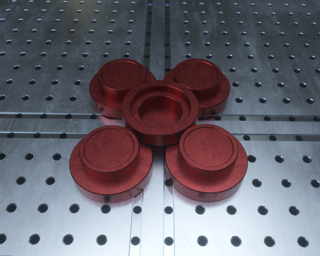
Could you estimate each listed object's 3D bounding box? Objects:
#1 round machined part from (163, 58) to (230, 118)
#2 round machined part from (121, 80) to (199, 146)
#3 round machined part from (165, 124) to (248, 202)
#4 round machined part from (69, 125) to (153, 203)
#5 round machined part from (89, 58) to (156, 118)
[{"bbox_3d":[0.053,-0.064,0.450,0.099,0.042,0.098,0,50,0],"label":"round machined part"},{"bbox_3d":[0.001,-0.015,0.407,0.099,0.042,0.098,0,50,0],"label":"round machined part"},{"bbox_3d":[0.055,0.034,0.368,0.099,0.042,0.098,0,50,0],"label":"round machined part"},{"bbox_3d":[-0.058,0.035,0.367,0.099,0.042,0.098,0,50,0],"label":"round machined part"},{"bbox_3d":[-0.053,-0.063,0.448,0.099,0.042,0.098,0,50,0],"label":"round machined part"}]
